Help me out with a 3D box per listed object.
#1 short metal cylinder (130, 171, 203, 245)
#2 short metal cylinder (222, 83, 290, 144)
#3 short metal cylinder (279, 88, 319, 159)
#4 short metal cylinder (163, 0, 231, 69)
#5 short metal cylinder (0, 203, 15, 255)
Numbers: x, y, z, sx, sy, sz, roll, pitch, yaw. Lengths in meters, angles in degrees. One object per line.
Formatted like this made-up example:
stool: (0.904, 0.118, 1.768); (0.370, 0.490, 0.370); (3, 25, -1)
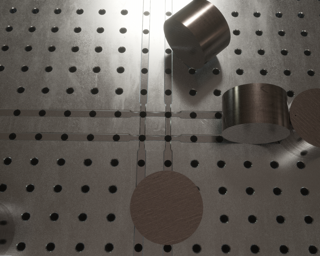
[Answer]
short metal cylinder: (0.007, 0.095, 0.364); (0.081, 0.050, 0.080); (0, 70, 0)
short metal cylinder: (0.119, -0.015, 0.390); (0.081, 0.080, 0.050); (4, 70, 1)
short metal cylinder: (0.199, -0.005, 0.403); (0.081, 0.050, 0.080); (0, 70, 0)
short metal cylinder: (0.051, -0.130, 0.431); (0.050, 0.080, 0.080); (-41, 75, -13)
short metal cylinder: (-0.217, 0.120, 0.352); (0.081, 0.050, 0.080); (0, 70, 0)
